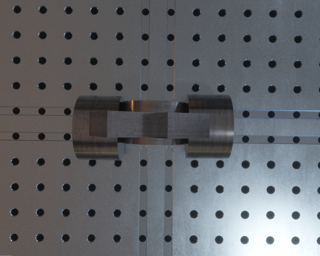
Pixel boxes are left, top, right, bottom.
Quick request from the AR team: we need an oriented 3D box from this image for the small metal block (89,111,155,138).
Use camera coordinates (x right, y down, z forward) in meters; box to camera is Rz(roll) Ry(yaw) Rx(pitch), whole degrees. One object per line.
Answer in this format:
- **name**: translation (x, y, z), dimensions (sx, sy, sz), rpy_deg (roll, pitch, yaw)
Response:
- **small metal block**: translation (-0.040, -0.004, 0.319), dimensions (0.050, 0.050, 0.025), rpy_deg (1, 90, -32)

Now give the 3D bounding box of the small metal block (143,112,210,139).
- **small metal block**: translation (0.016, -0.002, 0.324), dimensions (0.050, 0.050, 0.025), rpy_deg (1, 90, -31)

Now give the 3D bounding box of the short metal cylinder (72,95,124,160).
- **short metal cylinder**: translation (-0.073, 0.000, 0.385), dimensions (0.050, 0.080, 0.079), rpy_deg (1, 90, 0)

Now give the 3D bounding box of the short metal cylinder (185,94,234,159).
- **short metal cylinder**: translation (0.058, -0.002, 0.385), dimensions (0.050, 0.080, 0.079), rpy_deg (1, 90, 1)

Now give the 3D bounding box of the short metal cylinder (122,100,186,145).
- **short metal cylinder**: translation (-0.007, -0.006, 0.385), dimensions (0.081, 0.080, 0.050), rpy_deg (1, 90, 0)
